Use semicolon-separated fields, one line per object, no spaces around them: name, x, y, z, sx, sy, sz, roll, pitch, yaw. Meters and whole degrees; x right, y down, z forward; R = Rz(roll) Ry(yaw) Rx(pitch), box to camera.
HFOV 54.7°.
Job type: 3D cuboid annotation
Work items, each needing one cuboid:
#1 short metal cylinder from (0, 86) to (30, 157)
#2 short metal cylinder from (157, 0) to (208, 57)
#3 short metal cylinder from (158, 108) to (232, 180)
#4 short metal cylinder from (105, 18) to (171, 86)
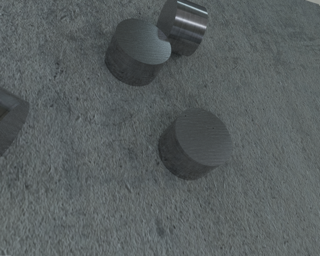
short metal cylinder;-0.166;-0.003;0.281;0.050;0.080;0.080;32;52;-8
short metal cylinder;0.031;-0.157;0.481;0.050;0.080;0.080;12;57;-22
short metal cylinder;0.044;0.021;0.399;0.081;0.050;0.080;14;56;-21
short metal cylinder;-0.031;-0.106;0.435;0.081;0.050;0.080;14;56;-21
